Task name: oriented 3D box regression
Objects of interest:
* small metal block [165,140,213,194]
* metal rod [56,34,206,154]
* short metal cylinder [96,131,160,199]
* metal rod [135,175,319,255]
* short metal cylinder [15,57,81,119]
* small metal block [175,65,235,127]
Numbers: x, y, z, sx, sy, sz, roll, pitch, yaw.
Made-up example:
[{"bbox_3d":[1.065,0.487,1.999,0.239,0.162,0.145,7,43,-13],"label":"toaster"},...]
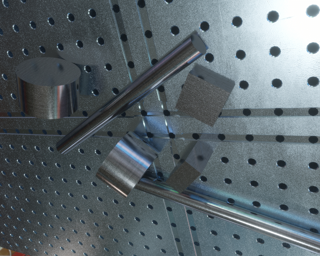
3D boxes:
[{"bbox_3d":[0.039,0.051,0.406,0.025,0.050,0.050,39,129,2],"label":"small metal block"},{"bbox_3d":[-0.060,-0.029,0.424,0.299,0.025,0.025,-31,101,38],"label":"metal rod"},{"bbox_3d":[-0.043,0.051,0.430,0.050,0.080,0.079,36,129,4],"label":"short metal cylinder"},{"bbox_3d":[0.076,0.113,0.441,0.301,0.025,0.025,16,125,19],"label":"metal rod"},{"bbox_3d":[-0.150,-0.056,0.420,0.080,0.080,0.050,23,127,14],"label":"short metal cylinder"},{"bbox_3d":[0.052,-0.037,0.361,0.050,0.025,0.050,28,128,10],"label":"small metal block"}]
